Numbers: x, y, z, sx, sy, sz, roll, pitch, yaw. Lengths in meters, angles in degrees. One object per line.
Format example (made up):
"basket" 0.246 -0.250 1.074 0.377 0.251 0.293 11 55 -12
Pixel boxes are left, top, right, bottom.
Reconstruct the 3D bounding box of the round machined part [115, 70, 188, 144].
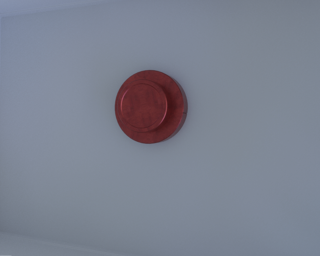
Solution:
"round machined part" -0.016 -0.028 0.408 0.098 0.042 0.097 0 90 20
